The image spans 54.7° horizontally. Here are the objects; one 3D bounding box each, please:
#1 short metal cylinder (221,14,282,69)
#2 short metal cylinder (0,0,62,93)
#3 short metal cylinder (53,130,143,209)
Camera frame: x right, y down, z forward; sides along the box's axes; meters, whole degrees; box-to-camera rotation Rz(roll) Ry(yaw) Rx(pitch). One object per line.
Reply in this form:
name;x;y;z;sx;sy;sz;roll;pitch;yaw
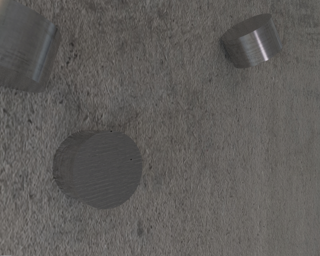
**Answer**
short metal cylinder;0.145;-0.137;0.490;0.080;0.080;0.050;-47;118;-30
short metal cylinder;-0.130;-0.067;0.259;0.080;0.080;0.050;21;77;-38
short metal cylinder;-0.066;0.042;0.333;0.081;0.050;0.080;0;90;-40
